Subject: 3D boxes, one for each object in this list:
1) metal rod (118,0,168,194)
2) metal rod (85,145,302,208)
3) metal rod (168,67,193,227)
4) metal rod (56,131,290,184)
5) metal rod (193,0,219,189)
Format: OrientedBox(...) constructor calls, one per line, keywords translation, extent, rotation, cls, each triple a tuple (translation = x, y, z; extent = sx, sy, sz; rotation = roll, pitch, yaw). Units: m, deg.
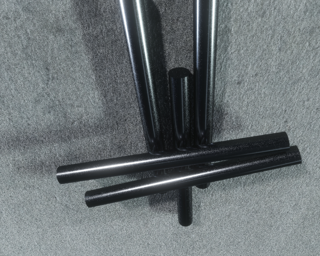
OrientedBox(translation=(-0.013, -0.019, 0.390), extent=(0.025, 0.025, 0.298), rotation=(-5, 130, 4), cls="metal rod")
OrientedBox(translation=(0.037, 0.070, 0.433), extent=(0.301, 0.025, 0.025), rotation=(-14, 129, 11), cls="metal rod")
OrientedBox(translation=(0.033, 0.050, 0.450), extent=(0.025, 0.025, 0.298), rotation=(-4, 130, 3), cls="metal rod")
OrientedBox(translation=(0.011, 0.041, 0.407), extent=(0.301, 0.025, 0.025), rotation=(-9, 130, 7), cls="metal rod")
OrientedBox(translation=(0.054, -0.029, 0.383), extent=(0.025, 0.025, 0.298), rotation=(-4, 130, 2), cls="metal rod")
